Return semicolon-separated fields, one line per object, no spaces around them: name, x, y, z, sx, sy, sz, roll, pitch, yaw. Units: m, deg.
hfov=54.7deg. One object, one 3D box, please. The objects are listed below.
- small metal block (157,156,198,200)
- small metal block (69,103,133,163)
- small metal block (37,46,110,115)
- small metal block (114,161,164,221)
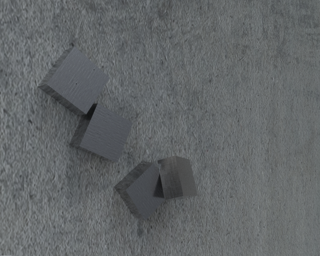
small metal block;0.023;0.066;0.403;0.050;0.025;0.050;23;52;-61
small metal block;-0.065;0.006;0.350;0.050;0.025;0.050;31;71;-36
small metal block;-0.090;-0.049;0.329;0.050;0.025;0.050;42;65;-32
small metal block;-0.021;0.078;0.387;0.050;0.025;0.050;-42;115;-32
